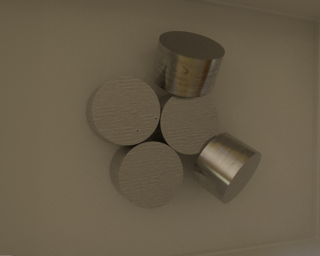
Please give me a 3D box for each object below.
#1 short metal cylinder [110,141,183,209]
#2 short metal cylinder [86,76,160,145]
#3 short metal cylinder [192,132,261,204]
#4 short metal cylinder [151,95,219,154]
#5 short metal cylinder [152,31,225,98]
[{"bbox_3d":[-0.018,0.055,0.390,0.081,0.050,0.079,0,90,-21],"label":"short metal cylinder"},{"bbox_3d":[-0.046,-0.020,0.379,0.081,0.050,0.079,0,90,-21],"label":"short metal cylinder"},{"bbox_3d":[0.088,0.052,0.408,0.080,0.050,0.080,-35,145,-29],"label":"short metal cylinder"},{"bbox_3d":[0.029,-0.007,0.407,0.081,0.050,0.079,0,90,-21],"label":"short metal cylinder"},{"bbox_3d":[0.034,-0.081,0.386,0.081,0.080,0.050,-3,130,-20],"label":"short metal cylinder"}]
